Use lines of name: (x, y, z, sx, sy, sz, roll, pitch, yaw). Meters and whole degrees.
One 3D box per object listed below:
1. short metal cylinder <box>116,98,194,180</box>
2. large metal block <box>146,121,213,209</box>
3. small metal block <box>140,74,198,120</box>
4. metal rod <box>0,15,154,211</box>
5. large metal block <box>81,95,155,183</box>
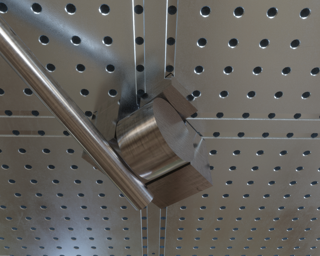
short metal cylinder: (-0.004, 0.012, 0.353, 0.050, 0.080, 0.080, -30, 125, 22)
large metal block: (0.018, 0.049, 0.415, 0.080, 0.080, 0.050, -30, 124, 23)
small metal block: (0.011, -0.031, 0.386, 0.050, 0.025, 0.050, -34, 123, 25)
metal rod: (-0.109, -0.033, 0.313, 0.025, 0.025, 0.300, -34, 102, 25)
large metal block: (-0.045, 0.020, 0.393, 0.050, 0.080, 0.080, -30, 124, 23)
